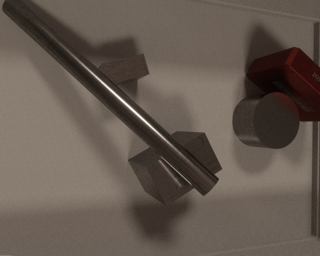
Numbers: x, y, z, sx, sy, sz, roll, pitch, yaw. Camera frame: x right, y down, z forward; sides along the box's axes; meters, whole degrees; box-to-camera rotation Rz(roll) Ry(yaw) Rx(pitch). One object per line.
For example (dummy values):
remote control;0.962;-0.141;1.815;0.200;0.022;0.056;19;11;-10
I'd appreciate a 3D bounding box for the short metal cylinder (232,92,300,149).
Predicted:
short metal cylinder;0.155;-0.011;0.456;0.081;0.050;0.079;0;90;-21

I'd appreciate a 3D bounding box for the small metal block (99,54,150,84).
small metal block;-0.047;-0.068;0.380;0.050;0.050;0.025;-18;97;-19

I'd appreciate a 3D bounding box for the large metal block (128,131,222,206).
large metal block;0.016;0.046;0.388;0.080;0.080;0.050;-30;100;-18

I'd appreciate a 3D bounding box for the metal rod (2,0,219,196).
metal rod;-0.057;-0.038;0.339;0.300;0.025;0.025;42;76;4

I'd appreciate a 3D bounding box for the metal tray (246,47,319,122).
metal tray;0.203;-0.058;0.452;0.130;0.090;0.030;35;79;-17
